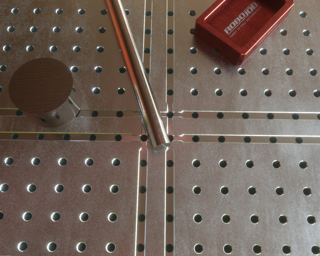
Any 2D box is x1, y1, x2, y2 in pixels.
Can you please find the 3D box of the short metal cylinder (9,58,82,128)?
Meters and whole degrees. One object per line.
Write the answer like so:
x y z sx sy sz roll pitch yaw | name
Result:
-0.150 -0.046 0.414 0.081 0.050 0.080 0 70 0 | short metal cylinder

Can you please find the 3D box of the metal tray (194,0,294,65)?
0.127 -0.167 0.470 0.090 0.030 0.130 41 75 13 | metal tray

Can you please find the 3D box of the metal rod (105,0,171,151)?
-0.043 -0.110 0.451 0.025 0.025 0.299 -17 71 -6 | metal rod
